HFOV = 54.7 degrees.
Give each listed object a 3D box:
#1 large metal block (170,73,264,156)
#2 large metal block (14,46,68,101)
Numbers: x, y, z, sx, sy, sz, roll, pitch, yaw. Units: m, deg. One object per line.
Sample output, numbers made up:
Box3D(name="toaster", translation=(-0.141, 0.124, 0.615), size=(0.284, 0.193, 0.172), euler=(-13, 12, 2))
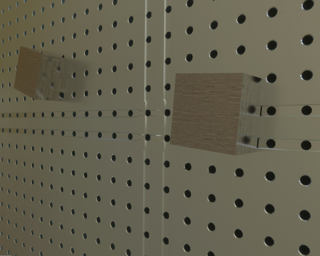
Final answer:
Box3D(name="large metal block", translation=(0.061, -0.017, 0.341), size=(0.080, 0.050, 0.079), euler=(8, 95, 39))
Box3D(name="large metal block", translation=(-0.221, -0.100, 0.572), size=(0.080, 0.050, 0.079), euler=(24, 105, 37))
